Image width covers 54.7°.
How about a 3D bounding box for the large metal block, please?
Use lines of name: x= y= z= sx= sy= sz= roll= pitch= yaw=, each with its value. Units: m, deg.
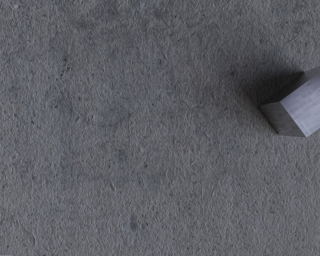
large metal block: x=0.180 y=-0.033 z=0.384 sx=0.080 sy=0.080 sz=0.050 roll=-36 pitch=90 yaw=0
